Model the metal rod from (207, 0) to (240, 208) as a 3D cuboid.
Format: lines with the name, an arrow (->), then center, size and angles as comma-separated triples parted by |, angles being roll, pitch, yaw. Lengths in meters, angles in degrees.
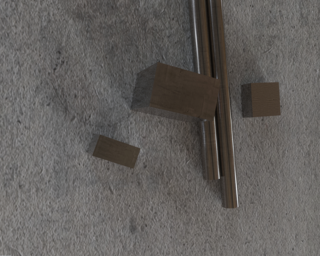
metal rod -> 0.089, -0.036, 0.443 | 0.025, 0.025, 0.298 | -6, 92, -20

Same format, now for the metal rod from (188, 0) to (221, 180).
metal rod -> 0.060, -0.078, 0.432 | 0.025, 0.025, 0.298 | -6, 92, -20

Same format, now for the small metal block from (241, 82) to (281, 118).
small metal block -> 0.152, -0.042, 0.467 | 0.050, 0.025, 0.050 | -5, 92, -20

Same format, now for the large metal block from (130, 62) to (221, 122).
large metal block -> 0.016, -0.040, 0.387 | 0.081, 0.080, 0.050 | 12, 86, -20

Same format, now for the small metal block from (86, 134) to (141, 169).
small metal block -> -0.057, 0.027, 0.375 | 0.050, 0.050, 0.025 | 21, 83, -19
